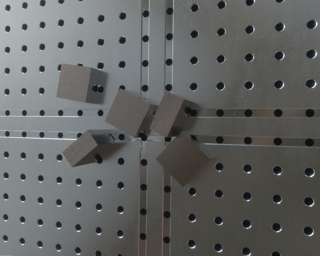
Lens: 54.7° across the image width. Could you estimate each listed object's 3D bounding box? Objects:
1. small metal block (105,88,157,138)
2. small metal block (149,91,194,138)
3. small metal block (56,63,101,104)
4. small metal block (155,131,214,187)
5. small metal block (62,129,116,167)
[{"bbox_3d":[-0.040,-0.020,0.426,0.050,0.025,0.050,28,99,17],"label":"small metal block"},{"bbox_3d":[0.016,-0.016,0.393,0.025,0.050,0.050,26,99,18],"label":"small metal block"},{"bbox_3d":[-0.119,-0.065,0.453,0.050,0.025,0.050,11,94,19],"label":"small metal block"},{"bbox_3d":[0.032,0.039,0.401,0.050,0.025,0.050,45,103,14],"label":"small metal block"},{"bbox_3d":[-0.098,0.027,0.432,0.050,0.050,0.025,-39,78,15],"label":"small metal block"}]
